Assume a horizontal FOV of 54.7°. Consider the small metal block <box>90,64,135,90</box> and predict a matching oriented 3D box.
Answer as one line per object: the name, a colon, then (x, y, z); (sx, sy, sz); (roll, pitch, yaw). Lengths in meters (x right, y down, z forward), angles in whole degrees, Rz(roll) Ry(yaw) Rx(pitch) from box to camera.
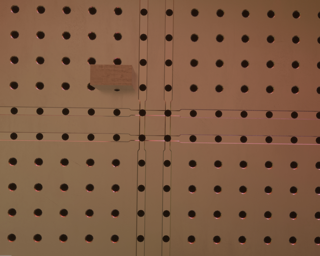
small metal block: (-0.060, -0.064, 0.400); (0.050, 0.050, 0.025); (1, 90, -1)
